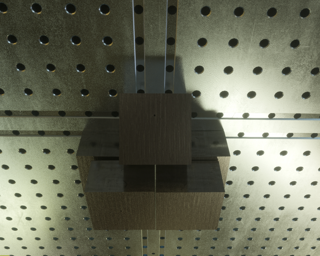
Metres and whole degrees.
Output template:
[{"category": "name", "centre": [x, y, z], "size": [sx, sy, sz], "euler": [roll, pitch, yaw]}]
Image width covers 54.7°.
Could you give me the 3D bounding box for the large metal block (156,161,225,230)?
[{"category": "large metal block", "centre": [0.035, 0.089, 0.403], "size": [0.081, 0.050, 0.079], "euler": [0, 130, -1]}]

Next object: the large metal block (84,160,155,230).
[{"category": "large metal block", "centre": [-0.047, 0.087, 0.400], "size": [0.081, 0.050, 0.079], "euler": [0, 130, -1]}]

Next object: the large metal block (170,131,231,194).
[{"category": "large metal block", "centre": [0.050, 0.051, 0.439], "size": [0.081, 0.050, 0.079], "euler": [-1, 130, 0]}]

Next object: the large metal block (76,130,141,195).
[{"category": "large metal block", "centre": [-0.068, 0.050, 0.438], "size": [0.081, 0.050, 0.079], "euler": [1, 130, -2]}]

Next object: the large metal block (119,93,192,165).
[{"category": "large metal block", "centre": [-0.005, 0.002, 0.370], "size": [0.081, 0.050, 0.080], "euler": [0, 88, -1]}]
